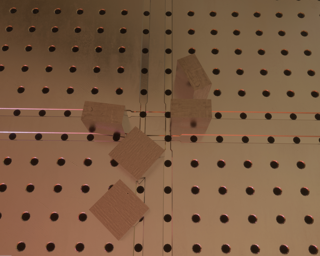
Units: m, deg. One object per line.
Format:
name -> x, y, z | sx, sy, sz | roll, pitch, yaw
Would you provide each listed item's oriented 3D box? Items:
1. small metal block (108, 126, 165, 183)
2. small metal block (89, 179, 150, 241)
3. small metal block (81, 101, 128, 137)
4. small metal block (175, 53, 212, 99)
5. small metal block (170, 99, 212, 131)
small metal block -> -0.029, 0.035, 0.399 | 0.050, 0.025, 0.050 | 39, 74, 13
small metal block -> -0.048, 0.099, 0.375 | 0.050, 0.025, 0.050 | 42, 75, 13
small metal block -> -0.070, -0.011, 0.402 | 0.050, 0.050, 0.025 | 7, 70, 2
small metal block -> 0.044, -0.064, 0.423 | 0.025, 0.050, 0.050 | -23, 72, -8
small metal block -> 0.039, -0.016, 0.405 | 0.050, 0.050, 0.025 | 1, 70, 0
